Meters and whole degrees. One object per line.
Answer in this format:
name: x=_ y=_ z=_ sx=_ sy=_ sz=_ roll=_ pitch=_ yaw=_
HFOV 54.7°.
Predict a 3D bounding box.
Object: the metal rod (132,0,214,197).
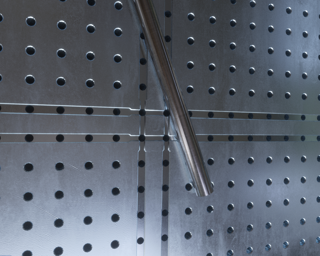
metal rod: x=0.017 y=-0.049 z=0.419 sx=0.025 sy=0.025 sz=0.298 roll=-21 pitch=97 yaw=-19
